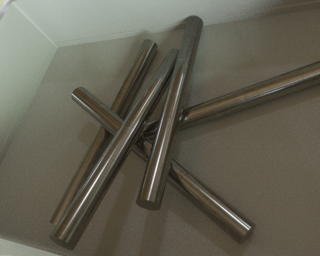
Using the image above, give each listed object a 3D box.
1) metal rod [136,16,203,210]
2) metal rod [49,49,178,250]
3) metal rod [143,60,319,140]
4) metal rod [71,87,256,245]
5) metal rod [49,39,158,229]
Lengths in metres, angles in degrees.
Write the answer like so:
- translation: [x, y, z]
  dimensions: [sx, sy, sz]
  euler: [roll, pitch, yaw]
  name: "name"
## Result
- translation: [0.021, -0.042, 0.391]
  dimensions: [0.025, 0.025, 0.300]
  euler: [-4, 50, 26]
  name: "metal rod"
- translation: [-0.032, -0.002, 0.370]
  dimensions: [0.025, 0.025, 0.301]
  euler: [3, 46, 29]
  name: "metal rod"
- translation: [0.118, -0.041, 0.368]
  dimensions: [0.301, 0.025, 0.025]
  euler: [-19, 54, 16]
  name: "metal rod"
- translation: [-0.017, 0.027, 0.378]
  dimensions: [0.300, 0.025, 0.025]
  euler: [37, 83, 32]
  name: "metal rod"
- translation: [-0.072, -0.004, 0.446]
  dimensions: [0.025, 0.025, 0.300]
  euler: [11, 67, 33]
  name: "metal rod"
